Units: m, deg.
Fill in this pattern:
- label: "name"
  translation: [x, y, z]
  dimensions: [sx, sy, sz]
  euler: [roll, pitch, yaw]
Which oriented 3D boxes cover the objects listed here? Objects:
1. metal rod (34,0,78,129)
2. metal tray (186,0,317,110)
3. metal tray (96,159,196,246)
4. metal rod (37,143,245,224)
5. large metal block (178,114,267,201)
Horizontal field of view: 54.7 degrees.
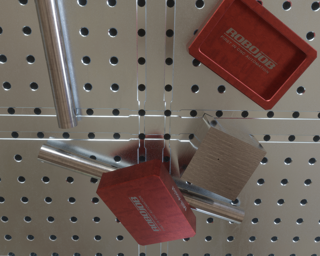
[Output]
- label: "metal rod"
  translation: [-0.131, -0.143, 0.358]
  dimensions: [0.025, 0.025, 0.298]
  euler: [-4, 110, 1]
- label: "metal tray"
  translation: [0.110, -0.094, 0.377]
  dimensions: [0.130, 0.030, 0.090]
  euler: [34, 106, -12]
- label: "metal tray"
  translation: [-0.015, 0.107, 0.426]
  dimensions: [0.090, 0.030, 0.130]
  euler: [-18, 123, 19]
- label: "metal rod"
  translation: [-0.021, 0.082, 0.443]
  dimensions: [0.302, 0.025, 0.025]
  euler: [19, 109, -8]
- label: "large metal block"
  translation: [0.080, 0.039, 0.416]
  dimensions: [0.080, 0.050, 0.080]
  euler: [25, 108, -9]
